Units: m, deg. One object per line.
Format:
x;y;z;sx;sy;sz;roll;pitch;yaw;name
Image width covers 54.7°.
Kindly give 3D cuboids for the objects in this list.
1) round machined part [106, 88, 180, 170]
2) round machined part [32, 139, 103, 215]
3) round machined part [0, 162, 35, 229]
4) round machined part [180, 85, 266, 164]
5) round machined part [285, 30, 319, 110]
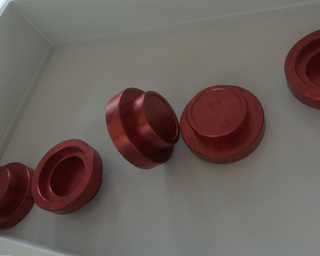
-0.013;-0.004;0.363;0.042;0.098;0.098;-27;51;30;round machined part
-0.117;0.067;0.413;0.098;0.042;0.098;-13;56;20;round machined part
-0.232;0.095;0.456;0.098;0.042;0.098;-13;56;20;round machined part
0.070;-0.011;0.360;0.098;0.042;0.098;-10;58;17;round machined part
0.188;-0.059;0.332;0.098;0.042;0.098;-13;56;20;round machined part
